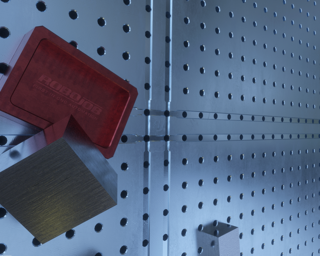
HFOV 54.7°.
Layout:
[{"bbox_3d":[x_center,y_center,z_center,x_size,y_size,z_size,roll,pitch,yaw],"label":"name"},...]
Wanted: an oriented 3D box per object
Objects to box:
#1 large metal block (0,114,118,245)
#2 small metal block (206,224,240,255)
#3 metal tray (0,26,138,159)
[{"bbox_3d":[-0.096,0.047,0.287,0.080,0.050,0.080,-29,114,6],"label":"large metal block"},{"bbox_3d":[0.101,0.187,0.494,0.050,0.025,0.050,-8,95,-40],"label":"small metal block"},{"bbox_3d":[-0.093,-0.032,0.327,0.131,0.030,0.090,31,71,-36],"label":"metal tray"}]
